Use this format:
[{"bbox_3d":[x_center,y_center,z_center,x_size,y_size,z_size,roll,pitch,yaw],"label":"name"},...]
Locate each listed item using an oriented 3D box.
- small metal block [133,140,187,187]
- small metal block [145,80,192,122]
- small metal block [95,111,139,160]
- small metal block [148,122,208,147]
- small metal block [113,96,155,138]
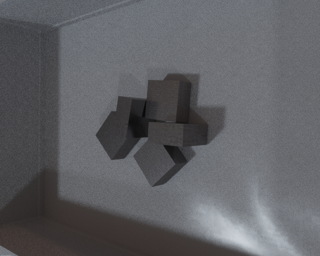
[{"bbox_3d":[-0.001,0.040,0.403,0.050,0.025,0.050,-48,62,29],"label":"small metal block"},{"bbox_3d":[0.010,-0.035,0.394,0.050,0.025,0.050,8,95,39],"label":"small metal block"},{"bbox_3d":[-0.062,0.011,0.453,0.050,0.025,0.050,-52,60,27],"label":"small metal block"},{"bbox_3d":[0.022,0.007,0.368,0.050,0.050,0.025,4,93,39],"label":"small metal block"},{"bbox_3d":[-0.032,-0.014,0.412,0.025,0.050,0.050,16,100,38],"label":"small metal block"}]
